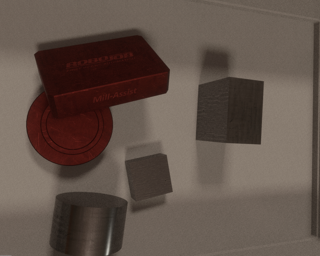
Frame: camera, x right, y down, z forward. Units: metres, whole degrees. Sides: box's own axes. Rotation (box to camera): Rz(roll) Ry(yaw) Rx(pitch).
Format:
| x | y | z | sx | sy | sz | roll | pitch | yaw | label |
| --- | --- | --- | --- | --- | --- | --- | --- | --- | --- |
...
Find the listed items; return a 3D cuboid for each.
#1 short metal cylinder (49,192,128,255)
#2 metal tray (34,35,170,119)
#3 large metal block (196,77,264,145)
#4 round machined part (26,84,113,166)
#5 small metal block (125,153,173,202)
| x | y | z | sx | sy | sz | roll | pitch | yaw | label |
| --- | --- | --- | --- | --- | --- | --- | --- | --- | --- |
| -0.080 | 0.106 | 0.353 | 0.081 | 0.080 | 0.050 | 8 | 88 | -20 | short metal cylinder |
| -0.066 | -0.063 | 0.353 | 0.131 | 0.090 | 0.030 | -16 | 137 | -20 | metal tray |
| 0.091 | -0.021 | 0.416 | 0.050 | 0.080 | 0.079 | 3 | 89 | -20 | large metal block |
| -0.104 | -0.004 | 0.364 | 0.099 | 0.042 | 0.097 | 0 | 90 | -21 | round machined part |
| -0.015 | 0.063 | 0.406 | 0.050 | 0.025 | 0.050 | -11 | 94 | -20 | small metal block |
